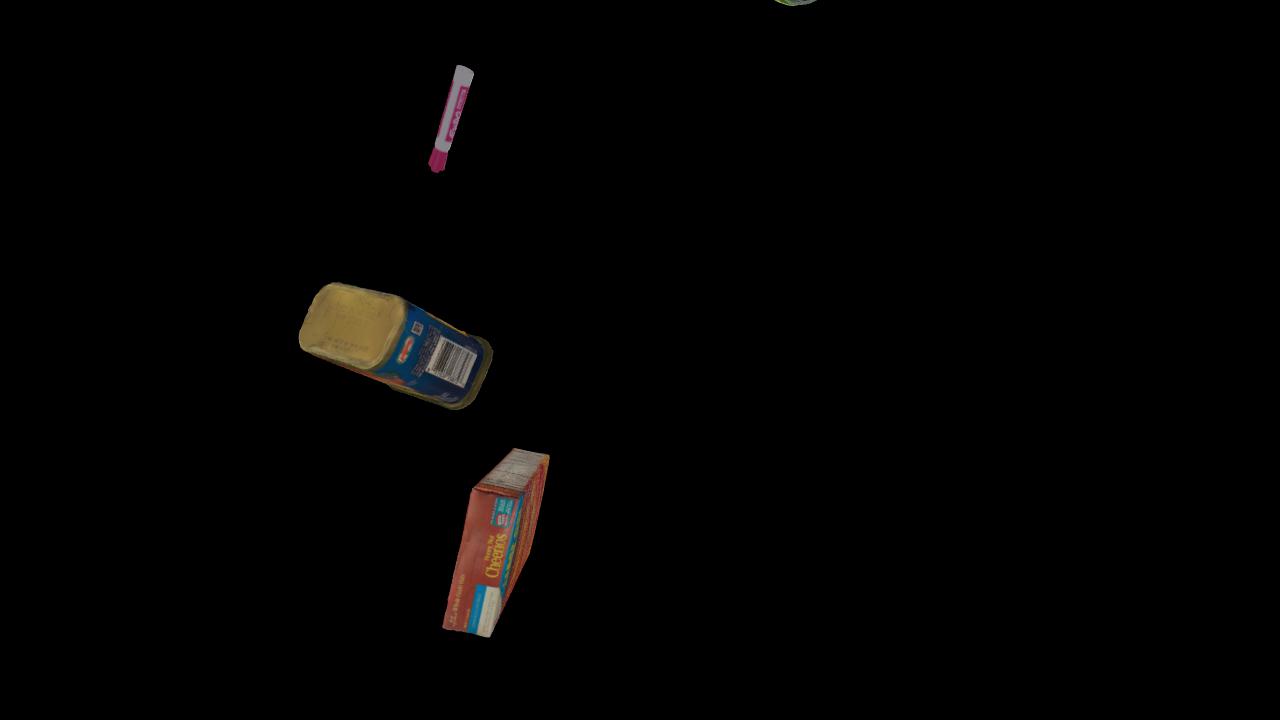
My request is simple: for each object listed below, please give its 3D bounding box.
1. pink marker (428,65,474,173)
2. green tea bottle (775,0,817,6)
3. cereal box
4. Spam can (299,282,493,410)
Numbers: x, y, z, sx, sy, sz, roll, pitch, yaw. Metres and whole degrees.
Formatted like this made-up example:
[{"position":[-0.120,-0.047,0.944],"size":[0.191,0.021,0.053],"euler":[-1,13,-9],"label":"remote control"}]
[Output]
[{"position":[-0.210,-0.262,0.679],"size":[0.020,0.121,0.020],"euler":[22,33,-15],"label":"pink marker"},{"position":[0.141,-0.298,0.440],"size":[0.073,0.073,0.212],"euler":[0,16,-32],"label":"green tea bottle"},{"position":[-0.217,0.270,0.981],"size":[0.081,0.203,0.306],"euler":[12,2,-2],"label":"cereal box"},{"position":[-0.172,-0.010,0.435],"size":[0.101,0.058,0.085],"euler":[12,-14,30],"label":"Spam can"}]
